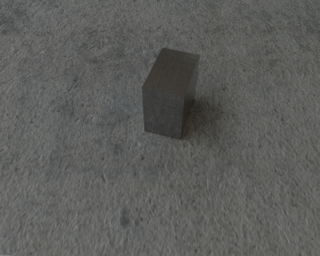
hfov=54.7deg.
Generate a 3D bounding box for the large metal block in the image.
[{"bbox_3d":[0.015,-0.045,0.405,0.050,0.080,0.080,14,51,11],"label":"large metal block"}]
